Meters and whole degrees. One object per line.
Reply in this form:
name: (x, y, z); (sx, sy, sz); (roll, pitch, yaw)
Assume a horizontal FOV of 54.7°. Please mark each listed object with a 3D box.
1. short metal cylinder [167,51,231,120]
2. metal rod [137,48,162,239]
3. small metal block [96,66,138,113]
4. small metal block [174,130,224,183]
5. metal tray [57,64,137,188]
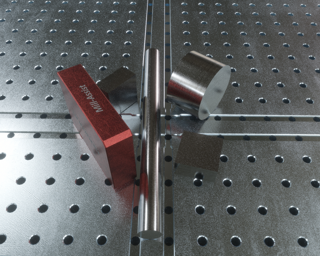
short metal cylinder: (0.053, -0.058, 0.421); (0.050, 0.080, 0.080); (31, 56, 23)
metal rod: (-0.011, -0.006, 0.412); (0.025, 0.025, 0.300); (0, 50, -1)
small metal block: (-0.059, -0.049, 0.431); (0.025, 0.050, 0.050); (34, 58, 25)
small metal block: (0.048, 0.034, 0.380); (0.050, 0.025, 0.050); (12, 51, 9)
metal tray: (-0.075, -0.003, 0.366); (0.030, 0.089, 0.130); (-26, 55, -20)
